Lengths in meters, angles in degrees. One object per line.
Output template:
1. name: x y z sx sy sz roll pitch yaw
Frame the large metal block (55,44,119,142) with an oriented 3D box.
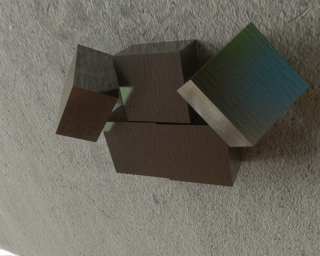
1. large metal block: -0.090 -0.042 0.384 0.050 0.080 0.079 14 133 -23

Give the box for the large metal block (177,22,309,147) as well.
1. large metal block: 0.077 -0.038 0.300 0.080 0.080 0.050 46 169 -4

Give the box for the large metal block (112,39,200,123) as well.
1. large metal block: 0.001 -0.054 0.358 0.080 0.050 0.079 3 120 26

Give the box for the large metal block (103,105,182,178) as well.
1. large metal block: -0.022 0.016 0.411 0.080 0.050 0.079 1 119 27

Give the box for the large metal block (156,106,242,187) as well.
1. large metal block: 0.050 0.020 0.375 0.080 0.050 0.079 1 119 27
